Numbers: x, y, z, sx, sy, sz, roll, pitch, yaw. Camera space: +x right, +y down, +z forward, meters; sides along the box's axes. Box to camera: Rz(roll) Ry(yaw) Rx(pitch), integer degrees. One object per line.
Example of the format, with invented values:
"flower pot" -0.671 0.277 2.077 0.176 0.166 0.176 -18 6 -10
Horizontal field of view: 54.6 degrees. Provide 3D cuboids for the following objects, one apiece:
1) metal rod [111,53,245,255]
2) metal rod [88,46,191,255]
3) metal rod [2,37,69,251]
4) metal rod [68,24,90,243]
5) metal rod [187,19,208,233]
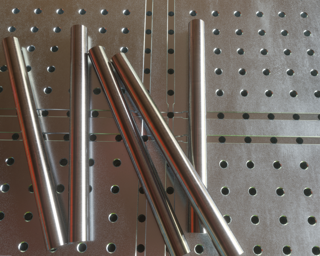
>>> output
"metal rod" 0.009 0.018 0.386 0.025 0.025 0.299 -26 65 -9
"metal rod" -0.034 0.018 0.405 0.025 0.025 0.299 -22 72 -8
"metal rod" -0.169 0.006 0.408 0.025 0.025 0.299 -18 71 -7
"metal rod" -0.108 -0.007 0.413 0.025 0.025 0.299 -5 70 -2
"metal rod" 0.050 -0.016 0.417 0.025 0.025 0.299 2 70 1
